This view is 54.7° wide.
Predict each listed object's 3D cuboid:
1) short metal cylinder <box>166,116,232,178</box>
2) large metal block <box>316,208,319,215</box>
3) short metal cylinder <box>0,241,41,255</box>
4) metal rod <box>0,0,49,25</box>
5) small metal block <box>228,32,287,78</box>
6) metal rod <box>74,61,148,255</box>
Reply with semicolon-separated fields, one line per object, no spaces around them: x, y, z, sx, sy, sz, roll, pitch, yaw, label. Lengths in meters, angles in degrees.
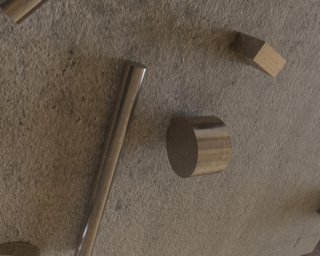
0.049;0.024;0.413;0.050;0.080;0.079;-4;120;-27;short metal cylinder
0.446;0.195;0.755;0.081;0.050;0.080;17;109;-35;large metal block
-0.196;0.197;0.405;0.081;0.050;0.079;-14;124;-21;short metal cylinder
-0.018;-0.197;0.274;0.300;0.025;0.025;-40;130;-1;metal rod
0.125;-0.095;0.401;0.050;0.050;0.025;24;105;-37;small metal block
-0.071;0.059;0.404;0.025;0.025;0.298;5;116;-31;metal rod
